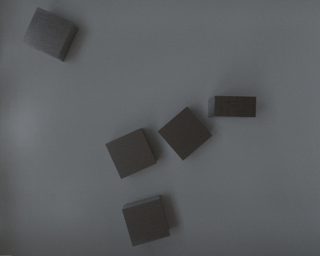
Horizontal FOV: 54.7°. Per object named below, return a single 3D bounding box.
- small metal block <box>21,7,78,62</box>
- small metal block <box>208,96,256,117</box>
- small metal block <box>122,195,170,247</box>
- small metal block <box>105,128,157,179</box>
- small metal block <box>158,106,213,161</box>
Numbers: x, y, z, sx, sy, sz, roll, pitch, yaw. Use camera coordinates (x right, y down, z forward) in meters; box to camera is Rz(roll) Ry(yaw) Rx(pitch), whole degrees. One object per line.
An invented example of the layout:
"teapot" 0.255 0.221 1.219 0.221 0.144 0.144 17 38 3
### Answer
"small metal block" -0.144 -0.123 0.409 0.050 0.025 0.050 24 90 -1
"small metal block" 0.091 -0.026 0.400 0.050 0.050 0.025 1 90 -1
"small metal block" -0.018 0.122 0.411 0.050 0.025 0.050 -16 90 -1
"small metal block" -0.037 0.033 0.411 0.050 0.025 0.050 -24 90 -1
"small metal block" 0.032 0.007 0.412 0.050 0.025 0.050 -41 91 0
